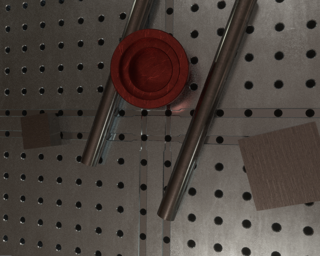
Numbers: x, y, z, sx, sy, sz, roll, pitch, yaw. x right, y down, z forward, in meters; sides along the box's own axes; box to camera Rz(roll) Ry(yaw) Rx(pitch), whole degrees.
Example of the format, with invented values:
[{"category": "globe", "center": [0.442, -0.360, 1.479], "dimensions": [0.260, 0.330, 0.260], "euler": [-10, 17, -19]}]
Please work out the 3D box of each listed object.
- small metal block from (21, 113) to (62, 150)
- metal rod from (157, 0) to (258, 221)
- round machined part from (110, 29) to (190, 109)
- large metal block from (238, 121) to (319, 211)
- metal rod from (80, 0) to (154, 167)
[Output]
[{"category": "small metal block", "center": [-0.182, 0.005, 0.475], "dimensions": [0.050, 0.025, 0.050], "euler": [-8, 88, 19]}, {"category": "metal rod", "center": [0.058, -0.023, 0.391], "dimensions": [0.025, 0.025, 0.298], "euler": [22, 97, 18]}, {"category": "round machined part", "center": [-0.010, -0.074, 0.400], "dimensions": [0.098, 0.042, 0.097], "euler": [1, 96, 9]}, {"category": "large metal block", "center": [0.141, 0.042, 0.350], "dimensions": [0.080, 0.050, 0.080], "euler": [-15, 85, 19]}, {"category": "metal rod", "center": [-0.052, -0.089, 0.429], "dimensions": [0.025, 0.025, 0.298], "euler": [22, 97, 18]}]
